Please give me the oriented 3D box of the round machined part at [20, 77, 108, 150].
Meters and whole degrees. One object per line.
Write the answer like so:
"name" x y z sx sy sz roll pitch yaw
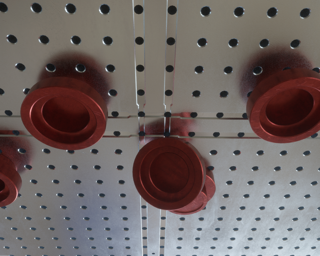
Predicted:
"round machined part" -0.113 -0.021 0.381 0.099 0.042 0.097 -1 130 0

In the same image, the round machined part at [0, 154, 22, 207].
"round machined part" -0.255 0.072 0.458 0.099 0.042 0.097 -1 130 0

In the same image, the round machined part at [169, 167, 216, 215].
"round machined part" 0.038 0.100 0.486 0.099 0.042 0.097 -1 130 0

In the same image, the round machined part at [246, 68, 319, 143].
"round machined part" 0.154 -0.030 0.377 0.099 0.042 0.097 -1 130 0

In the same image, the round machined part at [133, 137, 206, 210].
"round machined part" 0.015 0.061 0.431 0.098 0.042 0.097 1 92 18
